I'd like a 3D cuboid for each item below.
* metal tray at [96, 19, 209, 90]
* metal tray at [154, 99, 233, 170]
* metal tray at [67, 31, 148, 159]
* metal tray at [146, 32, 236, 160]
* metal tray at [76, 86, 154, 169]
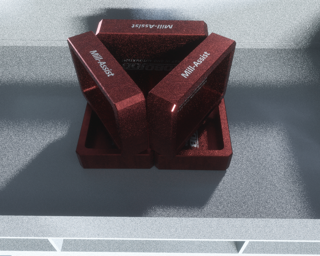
[{"bbox_3d":[-0.009,-0.090,0.396,0.131,0.090,0.030,1,51,1],"label":"metal tray"},{"bbox_3d":[0.040,-0.007,0.407,0.091,0.030,0.130,1,49,1],"label":"metal tray"},{"bbox_3d":[-0.060,-0.039,0.353,0.030,0.090,0.130,-25,55,-19],"label":"metal tray"},{"bbox_3d":[0.037,-0.037,0.352,0.030,0.090,0.131,29,56,22],"label":"metal tray"},{"bbox_3d":[-0.052,-0.009,0.408,0.091,0.030,0.130,0,49,0],"label":"metal tray"}]
